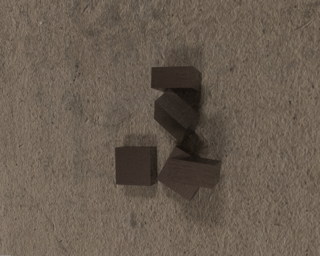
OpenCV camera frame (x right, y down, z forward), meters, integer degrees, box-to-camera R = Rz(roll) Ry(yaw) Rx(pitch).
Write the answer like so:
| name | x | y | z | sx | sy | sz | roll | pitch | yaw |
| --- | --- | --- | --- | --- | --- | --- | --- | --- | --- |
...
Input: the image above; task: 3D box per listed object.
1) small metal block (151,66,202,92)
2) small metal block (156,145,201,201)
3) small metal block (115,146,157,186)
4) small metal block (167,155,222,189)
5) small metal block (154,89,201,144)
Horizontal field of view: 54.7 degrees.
| name | x | y | z | sx | sy | sz | roll | pitch | yaw |
| --- | --- | --- | --- | --- | --- | --- | --- | --- | --- |
| small metal block | 0.022 | -0.060 | 0.387 | 0.050 | 0.050 | 0.025 | 2 | 91 | 19 |
| small metal block | 0.032 | 0.057 | 0.397 | 0.050 | 0.025 | 0.050 | 32 | 100 | 17 |
| small metal block | -0.032 | 0.050 | 0.419 | 0.050 | 0.025 | 0.050 | -1 | 90 | 19 |
| small metal block | 0.041 | 0.048 | 0.354 | 0.050 | 0.050 | 0.025 | 7 | 92 | 19 |
| small metal block | 0.020 | -0.014 | 0.385 | 0.050 | 0.050 | 0.025 | 43 | 72 | 14 |
